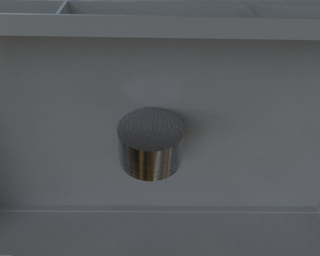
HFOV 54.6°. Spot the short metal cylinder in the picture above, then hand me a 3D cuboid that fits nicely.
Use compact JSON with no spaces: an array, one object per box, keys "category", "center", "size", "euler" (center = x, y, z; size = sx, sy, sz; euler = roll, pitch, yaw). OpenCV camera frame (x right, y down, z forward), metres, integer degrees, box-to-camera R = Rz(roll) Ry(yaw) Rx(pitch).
[{"category":"short metal cylinder","center":[-0.011,0.019,0.385],"size":[0.080,0.080,0.050],"euler":[1,130,-1]}]
